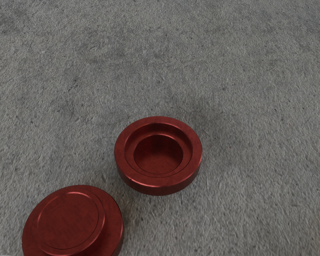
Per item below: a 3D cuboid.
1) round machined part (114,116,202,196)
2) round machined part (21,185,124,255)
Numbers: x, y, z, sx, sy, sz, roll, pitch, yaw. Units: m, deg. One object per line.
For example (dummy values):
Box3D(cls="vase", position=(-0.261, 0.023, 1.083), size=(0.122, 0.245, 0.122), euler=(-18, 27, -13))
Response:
Box3D(cls="round machined part", position=(-0.002, 0.036, 0.362), size=(0.099, 0.042, 0.098), euler=(0, 50, 0))
Box3D(cls="round machined part", position=(-0.087, 0.099, 0.308), size=(0.099, 0.042, 0.098), euler=(0, 50, 0))
